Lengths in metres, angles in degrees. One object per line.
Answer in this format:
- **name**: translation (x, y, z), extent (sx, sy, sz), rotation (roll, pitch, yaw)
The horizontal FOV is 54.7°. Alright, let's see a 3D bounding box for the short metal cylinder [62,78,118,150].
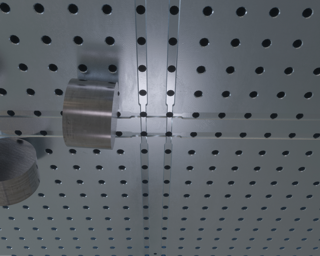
- **short metal cylinder**: translation (-0.078, -0.016, 0.361), extent (0.050, 0.080, 0.079), rotation (4, 130, -4)

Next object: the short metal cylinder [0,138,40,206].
- **short metal cylinder**: translation (-0.209, 0.058, 0.423), extent (0.081, 0.080, 0.050), rotation (6, 130, -5)
